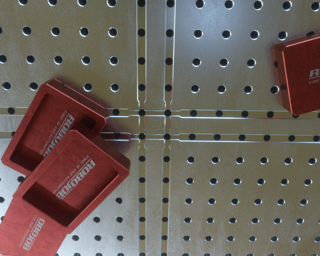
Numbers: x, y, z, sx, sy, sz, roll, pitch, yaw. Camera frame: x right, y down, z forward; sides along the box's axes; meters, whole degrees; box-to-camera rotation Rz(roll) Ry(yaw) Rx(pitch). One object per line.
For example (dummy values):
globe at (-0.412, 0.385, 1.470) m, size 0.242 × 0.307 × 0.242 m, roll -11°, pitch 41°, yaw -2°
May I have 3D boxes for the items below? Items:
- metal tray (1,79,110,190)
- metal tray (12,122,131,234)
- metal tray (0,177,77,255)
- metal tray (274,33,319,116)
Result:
metal tray at (-0.139, 0.012, 0.413) m, size 0.090 × 0.030 × 0.129 m, roll 32°, pitch 107°, yaw -12°
metal tray at (-0.113, 0.067, 0.401) m, size 0.090 × 0.030 × 0.130 m, roll 40°, pitch 105°, yaw -14°
metal tray at (-0.183, 0.143, 0.461) m, size 0.090 × 0.030 × 0.129 m, roll 28°, pitch 107°, yaw -10°
metal tray at (0.218, -0.076, 0.386) m, size 0.131 × 0.030 × 0.089 m, roll -15°, pitch 110°, yaw 5°
